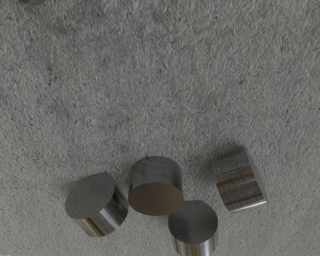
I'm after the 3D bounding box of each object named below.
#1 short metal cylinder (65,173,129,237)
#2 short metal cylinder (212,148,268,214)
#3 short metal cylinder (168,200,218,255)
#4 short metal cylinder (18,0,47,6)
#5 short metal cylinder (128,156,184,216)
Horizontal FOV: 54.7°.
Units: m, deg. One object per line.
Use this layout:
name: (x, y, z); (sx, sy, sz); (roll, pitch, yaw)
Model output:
short metal cylinder: (-0.094, 0.116, 0.469); (0.080, 0.080, 0.050); (-16, 128, 13)
short metal cylinder: (0.112, 0.074, 0.435); (0.050, 0.080, 0.080); (-23, 127, 18)
short metal cylinder: (0.056, 0.169, 0.515); (0.080, 0.080, 0.050); (-6, 130, 5)
short metal cylinder: (-0.103, -0.147, 0.245); (0.050, 0.080, 0.080); (-24, 126, 19)
short metal cylinder: (-0.006, 0.088, 0.465); (0.081, 0.050, 0.079); (0, 130, 0)
